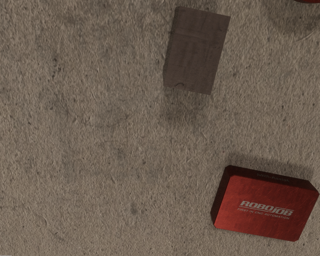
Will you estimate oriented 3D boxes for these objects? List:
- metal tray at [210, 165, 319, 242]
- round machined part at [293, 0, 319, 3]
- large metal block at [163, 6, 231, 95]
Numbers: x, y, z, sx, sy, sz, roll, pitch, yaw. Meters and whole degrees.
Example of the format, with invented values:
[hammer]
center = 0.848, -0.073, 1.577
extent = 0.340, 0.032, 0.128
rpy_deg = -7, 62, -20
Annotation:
[metal tray]
center = 0.149, 0.111, 0.450
extent = 0.131, 0.030, 0.089
rpy_deg = 12, 110, -5
[round machined part]
center = 0.169, -0.187, 0.334
extent = 0.099, 0.042, 0.097
rpy_deg = 0, 110, -1
[large metal block]
center = 0.036, -0.089, 0.348
extent = 0.050, 0.080, 0.079
rpy_deg = 10, 110, -4
